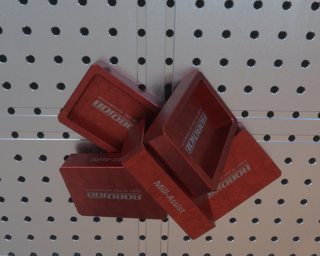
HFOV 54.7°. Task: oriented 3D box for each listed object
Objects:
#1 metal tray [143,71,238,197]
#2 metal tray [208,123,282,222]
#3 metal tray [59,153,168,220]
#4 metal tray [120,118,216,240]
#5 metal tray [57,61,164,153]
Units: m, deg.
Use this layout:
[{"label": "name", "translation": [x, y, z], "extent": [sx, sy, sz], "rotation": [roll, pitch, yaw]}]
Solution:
[{"label": "metal tray", "translation": [0.043, 0.002, 0.359], "extent": [0.030, 0.130, 0.090], "rotation": [-27, 111, 39]}, {"label": "metal tray", "translation": [0.089, 0.066, 0.435], "extent": [0.130, 0.030, 0.090], "rotation": [-39, 106, 13]}, {"label": "metal tray", "translation": [-0.057, 0.078, 0.413], "extent": [0.130, 0.030, 0.089], "rotation": [-2, 122, 16]}, {"label": "metal tray", "translation": [0.010, 0.057, 0.367], "extent": [0.030, 0.090, 0.130], "rotation": [-37, 107, 12]}, {"label": "metal tray", "translation": [-0.052, -0.014, 0.405], "extent": [0.130, 0.030, 0.090], "rotation": [34, 106, -12]}]
